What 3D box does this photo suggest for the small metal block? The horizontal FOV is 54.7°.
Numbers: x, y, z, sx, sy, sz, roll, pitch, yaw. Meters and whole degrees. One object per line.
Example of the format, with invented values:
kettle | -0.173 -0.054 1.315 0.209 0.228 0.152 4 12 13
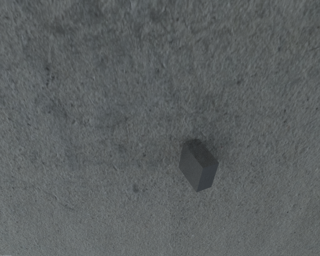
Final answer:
small metal block | 0.052 0.052 0.432 0.025 0.050 0.050 -14 135 -24
